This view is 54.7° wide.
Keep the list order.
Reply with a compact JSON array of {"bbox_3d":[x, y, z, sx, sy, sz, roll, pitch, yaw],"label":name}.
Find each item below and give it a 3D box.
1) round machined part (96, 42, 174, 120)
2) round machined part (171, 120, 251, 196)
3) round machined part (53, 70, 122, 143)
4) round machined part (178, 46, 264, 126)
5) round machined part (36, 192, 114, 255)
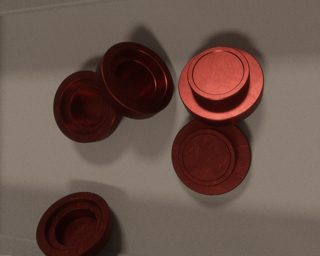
[{"bbox_3d":[-0.035,-0.056,0.393,0.042,0.099,0.098,-33,77,52],"label":"round machined part"},{"bbox_3d":[0.061,0.034,0.380,0.098,0.042,0.097,0,90,19],"label":"round machined part"},{"bbox_3d":[-0.095,-0.029,0.434,0.098,0.042,0.097,0,90,19],"label":"round machined part"},{"bbox_3d":[0.069,-0.054,0.360,0.098,0.042,0.098,-6,67,14],"label":"round machined part"},{"bbox_3d":[-0.111,0.139,0.420,0.098,0.098,0.042,7,134,19],"label":"round machined part"}]
